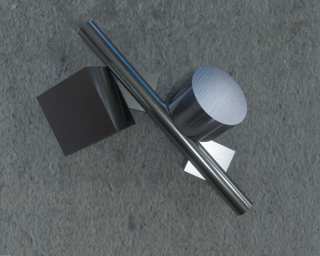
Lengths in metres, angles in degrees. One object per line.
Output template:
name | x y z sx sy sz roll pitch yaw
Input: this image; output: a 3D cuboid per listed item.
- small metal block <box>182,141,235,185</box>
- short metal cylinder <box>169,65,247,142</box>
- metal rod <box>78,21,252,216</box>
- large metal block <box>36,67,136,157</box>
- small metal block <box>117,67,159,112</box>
small metal block | 0.064 0.042 0.412 0.050 0.025 0.050 24 90 -1
short metal cylinder | 0.058 -0.029 0.379 0.081 0.050 0.080 16 57 -25
metal rod | 0.007 -0.012 0.386 0.025 0.025 0.300 -41 91 0
large metal block | -0.090 -0.021 0.381 0.080 0.050 0.080 -25 91 23
small metal block | -0.031 -0.049 0.411 0.050 0.025 0.050 12 90 -1
